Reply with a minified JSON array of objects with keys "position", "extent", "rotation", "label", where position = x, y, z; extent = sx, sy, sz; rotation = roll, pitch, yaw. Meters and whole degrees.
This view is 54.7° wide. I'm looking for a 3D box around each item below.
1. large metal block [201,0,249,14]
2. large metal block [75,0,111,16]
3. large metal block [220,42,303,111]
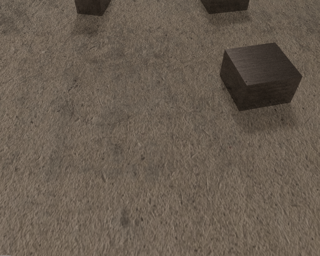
[{"position":[0.127,-0.276,0.621],"extent":[0.081,0.050,0.080],"rotation":[-9,51,-8],"label":"large metal block"},{"position":[-0.130,-0.276,0.598],"extent":[0.050,0.080,0.080],"rotation":[8,51,6],"label":"large metal block"},{"position":[0.143,-0.076,0.453],"extent":[0.081,0.050,0.080],"rotation":[-10,51,-9],"label":"large metal block"}]
